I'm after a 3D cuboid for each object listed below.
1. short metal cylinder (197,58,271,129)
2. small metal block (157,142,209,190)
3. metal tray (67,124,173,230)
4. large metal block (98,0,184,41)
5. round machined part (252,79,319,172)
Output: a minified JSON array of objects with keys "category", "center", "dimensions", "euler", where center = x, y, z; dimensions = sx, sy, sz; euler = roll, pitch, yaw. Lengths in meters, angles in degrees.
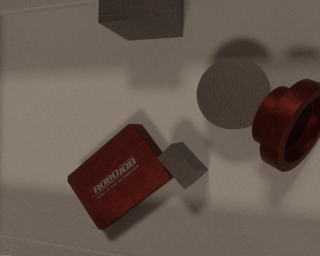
[{"category":"short metal cylinder","center":[0.089,-0.038,0.366],"dimensions":[0.080,0.050,0.079],"euler":[0,90,19]},{"category":"small metal block","center":[0.030,0.045,0.386],"dimensions":[0.025,0.050,0.050],"euler":[-45,76,14]},{"category":"metal tray","center":[-0.054,0.066,0.426],"dimensions":[0.130,0.030,0.090],"euler":[-40,78,15]},{"category":"large metal block","center":[-0.020,-0.147,0.388],"dimensions":[0.080,0.080,0.050],"euler":[2,91,19]},{"category":"round machined part","center":[0.136,-0.006,0.329],"dimensions":[0.042,0.099,0.097],"euler":[33,102,40]}]
